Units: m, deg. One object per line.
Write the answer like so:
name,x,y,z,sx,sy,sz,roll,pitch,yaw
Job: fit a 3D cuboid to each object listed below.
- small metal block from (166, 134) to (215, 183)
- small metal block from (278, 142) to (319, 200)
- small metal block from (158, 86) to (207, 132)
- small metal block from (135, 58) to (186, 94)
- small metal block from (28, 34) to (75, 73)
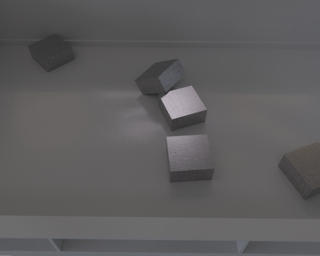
small metal block,0.035,0.036,0.375,0.050,0.025,0.050,-3,50,-3
small metal block,0.179,0.050,0.364,0.050,0.025,0.050,-17,52,-14
small metal block,0.030,-0.028,0.428,0.050,0.025,0.050,-16,52,-13
small metal block,0.000,-0.075,0.453,0.050,0.025,0.050,2,40,47
small metal block,-0.177,-0.123,0.507,0.050,0.025,0.050,-35,59,-26
